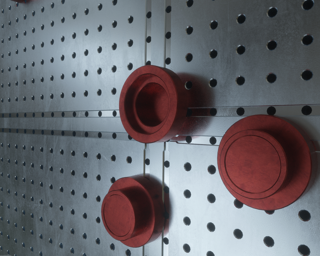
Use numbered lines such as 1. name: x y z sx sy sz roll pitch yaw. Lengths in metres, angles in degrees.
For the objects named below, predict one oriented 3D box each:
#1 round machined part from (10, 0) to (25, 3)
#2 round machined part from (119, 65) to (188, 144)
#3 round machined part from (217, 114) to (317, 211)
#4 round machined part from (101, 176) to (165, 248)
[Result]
1. round machined part: -0.310 -0.319 0.649 0.098 0.042 0.097 0 90 39
2. round machined part: -0.004 -0.029 0.400 0.098 0.042 0.097 0 90 39
3. round machined part: 0.101 0.035 0.314 0.098 0.042 0.097 0 90 39
4. round machined part: -0.044 0.118 0.433 0.098 0.042 0.097 0 90 39
